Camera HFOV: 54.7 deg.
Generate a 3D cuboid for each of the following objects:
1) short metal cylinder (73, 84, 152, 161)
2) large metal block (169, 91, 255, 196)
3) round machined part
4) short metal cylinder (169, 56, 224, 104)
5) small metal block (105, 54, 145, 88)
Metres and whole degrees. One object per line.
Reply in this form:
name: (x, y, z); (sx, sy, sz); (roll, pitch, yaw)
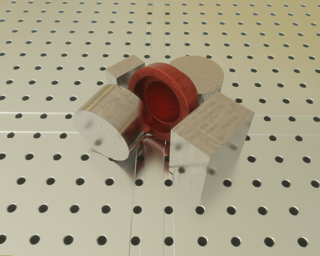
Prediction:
short metal cylinder: (-0.057, -0.006, 0.376); (0.080, 0.080, 0.050); (25, 54, 19)
large metal block: (0.057, 0.018, 0.358); (0.050, 0.080, 0.080); (36, 58, 26)
round machined part: (0.009, -0.036, 0.391); (0.098, 0.097, 0.042); (34, 45, 24)
short metal cylinder: (0.047, -0.058, 0.440); (0.081, 0.050, 0.080); (0, 50, 0)
small metal block: (-0.048, -0.071, 0.450); (0.050, 0.050, 0.025); (-35, 59, -26)
